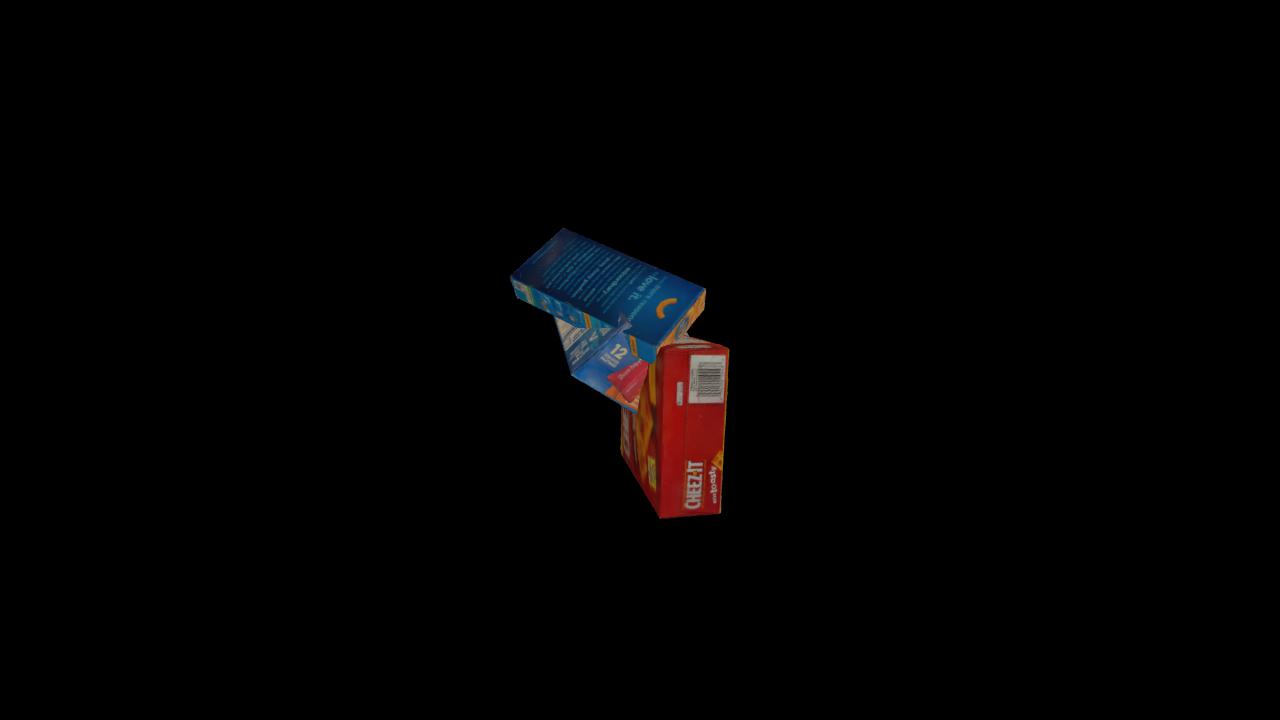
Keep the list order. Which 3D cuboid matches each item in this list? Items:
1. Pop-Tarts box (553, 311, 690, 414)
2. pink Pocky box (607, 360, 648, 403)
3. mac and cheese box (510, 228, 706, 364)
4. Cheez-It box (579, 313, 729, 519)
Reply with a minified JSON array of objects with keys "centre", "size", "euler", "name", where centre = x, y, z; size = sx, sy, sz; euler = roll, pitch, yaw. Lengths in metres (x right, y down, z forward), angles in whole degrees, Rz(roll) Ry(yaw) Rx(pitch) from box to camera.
[{"centre":[-0.006,-0.013,0.693],"size":[0.167,0.083,0.141],"euler":[34,19,-37],"name":"Pop-Tarts box"},{"centre":[0.015,0.021,0.686],"size":[0.029,0.084,0.155],"euler":[44,-8,20],"name":"pink Pocky box"},{"centre":[-0.034,-0.070,0.640],"size":[0.184,0.093,0.041],"euler":[27,-32,22],"name":"mac and cheese box"},{"centre":[0.028,0.055,0.679],"size":[0.071,0.166,0.223],"euler":[0,8,-12],"name":"Cheez-It box"}]
